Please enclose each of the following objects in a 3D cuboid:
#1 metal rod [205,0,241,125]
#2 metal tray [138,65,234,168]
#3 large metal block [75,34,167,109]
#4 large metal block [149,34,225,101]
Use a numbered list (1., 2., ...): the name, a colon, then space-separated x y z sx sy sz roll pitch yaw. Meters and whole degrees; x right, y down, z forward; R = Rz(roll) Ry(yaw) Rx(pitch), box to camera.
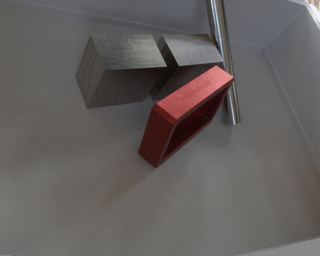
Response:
1. metal rod: 0.083 -0.150 0.443 0.025 0.025 0.298 -22 107 -36
2. metal tray: 0.034 -0.016 0.390 0.030 0.089 0.131 40 49 18
3. large metal block: -0.051 -0.070 0.387 0.081 0.080 0.050 -11 68 -33
4. large metal block: 0.029 -0.086 0.440 0.081 0.080 0.050 -13 69 -34
